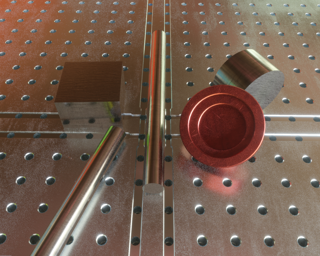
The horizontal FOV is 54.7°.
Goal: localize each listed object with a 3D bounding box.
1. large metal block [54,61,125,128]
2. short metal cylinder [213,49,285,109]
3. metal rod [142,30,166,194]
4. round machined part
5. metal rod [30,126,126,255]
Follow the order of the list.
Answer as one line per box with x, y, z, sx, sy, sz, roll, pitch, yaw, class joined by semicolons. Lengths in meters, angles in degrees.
-0.092;-0.047;0.430;0.081;0.050;0.080;-1;50;-2;large metal block
0.120;-0.060;0.424;0.081;0.080;0.050;-23;54;-18;short metal cylinder
-0.005;-0.046;0.446;0.025;0.025;0.300;1;50;0;metal rod
0.077;0.000;0.378;0.098;0.042;0.097;-3;81;17;round machined part
-0.107;0.114;0.310;0.025;0.025;0.301;16;52;12;metal rod
